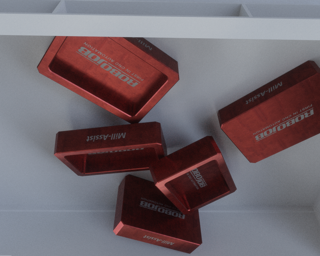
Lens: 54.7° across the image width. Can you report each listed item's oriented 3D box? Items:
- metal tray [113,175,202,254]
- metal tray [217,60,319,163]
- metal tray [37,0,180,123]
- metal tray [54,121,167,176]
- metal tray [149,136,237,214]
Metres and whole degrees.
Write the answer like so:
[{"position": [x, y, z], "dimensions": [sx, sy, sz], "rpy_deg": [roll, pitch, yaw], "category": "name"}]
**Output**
[{"position": [-0.002, 0.132, 0.479], "dimensions": [0.131, 0.090, 0.030], "rpy_deg": [21, 127, -18], "category": "metal tray"}, {"position": [0.153, -0.015, 0.396], "dimensions": [0.130, 0.030, 0.090], "rpy_deg": [-30, 124, 23], "category": "metal tray"}, {"position": [-0.055, -0.068, 0.346], "dimensions": [0.131, 0.030, 0.090], "rpy_deg": [30, 124, -24], "category": "metal tray"}, {"position": [-0.059, 0.031, 0.409], "dimensions": [0.131, 0.030, 0.090], "rpy_deg": [-6, 153, 4], "category": "metal tray"}, {"position": [0.051, 0.071, 0.433], "dimensions": [0.090, 0.030, 0.130], "rpy_deg": [-27, 142, 5], "category": "metal tray"}]
